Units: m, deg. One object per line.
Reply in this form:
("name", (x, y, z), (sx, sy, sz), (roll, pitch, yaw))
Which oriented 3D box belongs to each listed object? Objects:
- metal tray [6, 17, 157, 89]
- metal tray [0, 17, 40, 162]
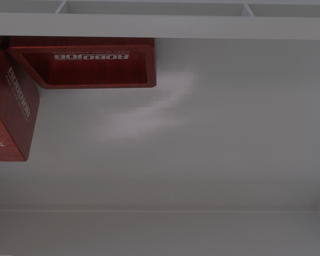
("metal tray", (-0.070, -0.072, 0.314), (0.131, 0.030, 0.090), (-1, 163, 0))
("metal tray", (-0.157, -0.032, 0.312), (0.030, 0.090, 0.129), (1, 149, -7))
